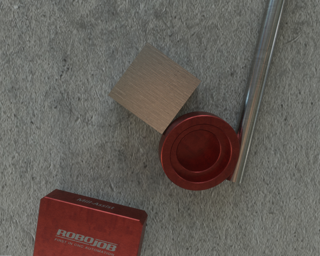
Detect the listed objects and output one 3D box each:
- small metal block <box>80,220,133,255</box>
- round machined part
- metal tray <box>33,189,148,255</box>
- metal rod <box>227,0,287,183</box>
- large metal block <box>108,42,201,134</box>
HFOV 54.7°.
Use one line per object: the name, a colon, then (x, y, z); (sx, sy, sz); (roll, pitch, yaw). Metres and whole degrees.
small metal block: (-0.068, 0.138, 0.407); (0.050, 0.025, 0.050); (-25, 90, -5)
round machined part: (0.046, 0.026, 0.393); (0.099, 0.042, 0.097); (-3, 107, -9)
metal tray: (-0.088, 0.137, 0.391); (0.131, 0.030, 0.089); (12, 99, 7)
metal rod: (0.132, -0.075, 0.411); (0.025, 0.025, 0.298); (14, 90, 0)
large metal block: (-0.006, -0.048, 0.397); (0.080, 0.050, 0.080); (36, 90, 0)
